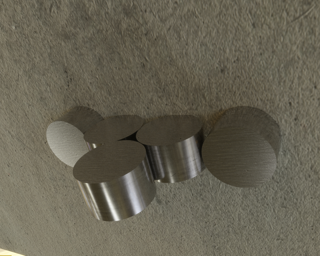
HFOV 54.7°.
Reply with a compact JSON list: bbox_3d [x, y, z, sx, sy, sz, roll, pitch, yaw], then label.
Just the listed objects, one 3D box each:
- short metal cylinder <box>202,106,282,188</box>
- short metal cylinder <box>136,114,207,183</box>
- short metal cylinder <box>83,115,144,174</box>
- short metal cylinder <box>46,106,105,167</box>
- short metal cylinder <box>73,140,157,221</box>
[{"bbox_3d":[0.094,0.021,0.355,0.080,0.050,0.079,13,124,20],"label":"short metal cylinder"},{"bbox_3d":[0.016,0.023,0.379,0.080,0.080,0.050,0,118,28],"label":"short metal cylinder"},{"bbox_3d":[-0.055,0.022,0.415,0.080,0.080,0.050,0,119,28],"label":"short metal cylinder"},{"bbox_3d":[-0.120,0.013,0.464,0.080,0.050,0.079,13,124,20],"label":"short metal cylinder"},{"bbox_3d":[-0.049,0.056,0.343,0.080,0.080,0.050,1,120,28],"label":"short metal cylinder"}]
